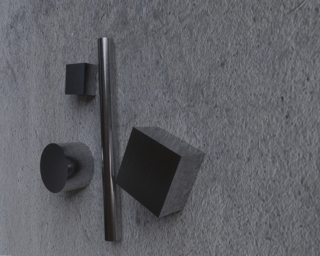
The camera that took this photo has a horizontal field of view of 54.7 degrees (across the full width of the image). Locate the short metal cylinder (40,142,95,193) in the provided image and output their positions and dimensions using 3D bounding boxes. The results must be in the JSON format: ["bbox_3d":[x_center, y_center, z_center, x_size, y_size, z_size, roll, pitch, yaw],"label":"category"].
[{"bbox_3d":[-0.154,0.064,0.513,0.080,0.050,0.079,0,90,39],"label":"short metal cylinder"}]

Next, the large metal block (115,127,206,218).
[{"bbox_3d":[-0.001,0.051,0.388,0.080,0.050,0.079,30,108,35],"label":"large metal block"}]

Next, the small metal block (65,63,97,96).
[{"bbox_3d":[-0.130,-0.079,0.509,0.050,0.025,0.050,5,93,39],"label":"small metal block"}]

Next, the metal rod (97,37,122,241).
[{"bbox_3d":[-0.076,0.015,0.465,0.025,0.025,0.298,-4,87,39],"label":"metal rod"}]
